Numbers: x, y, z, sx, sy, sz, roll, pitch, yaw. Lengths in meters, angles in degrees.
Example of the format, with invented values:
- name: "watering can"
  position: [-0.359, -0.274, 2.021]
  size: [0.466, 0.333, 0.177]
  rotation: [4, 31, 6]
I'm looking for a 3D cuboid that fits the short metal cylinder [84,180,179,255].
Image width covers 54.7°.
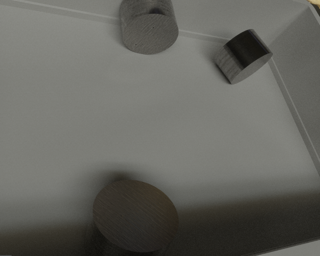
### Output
- name: "short metal cylinder"
  position: [-0.028, 0.097, 0.298]
  size: [0.081, 0.050, 0.080]
  rotation: [14, 34, -9]

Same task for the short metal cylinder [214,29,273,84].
- name: "short metal cylinder"
  position: [0.138, -0.117, 0.516]
  size: [0.081, 0.080, 0.050]
  rotation: [-24, 75, -37]

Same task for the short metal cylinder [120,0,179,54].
- name: "short metal cylinder"
  position: [-0.017, -0.154, 0.455]
  size: [0.081, 0.080, 0.050]
  rotation: [5, 60, -26]
